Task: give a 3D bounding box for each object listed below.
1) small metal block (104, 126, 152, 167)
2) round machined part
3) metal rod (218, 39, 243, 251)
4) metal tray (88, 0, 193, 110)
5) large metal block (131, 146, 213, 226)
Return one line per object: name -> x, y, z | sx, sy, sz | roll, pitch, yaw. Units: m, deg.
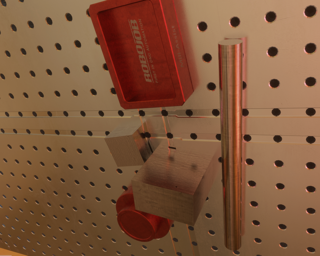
small metal block -> -0.045, 0.028, 0.451 | 0.050, 0.025, 0.050 | -8, 115, 31
round machined part -> -0.030, 0.146, 0.504 | 0.098, 0.042, 0.097 | 13, 124, 20
metal rod -> 0.090, 0.042, 0.388 | 0.025, 0.025, 0.298 | 6, 121, 24
metal tray -> -0.020, -0.088, 0.362 | 0.090, 0.030, 0.129 | -2, 118, 28
large metal block -> 0.019, 0.072, 0.409 | 0.080, 0.080, 0.050 | 10, 123, 23
